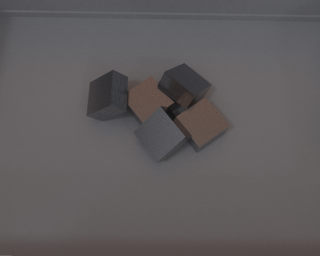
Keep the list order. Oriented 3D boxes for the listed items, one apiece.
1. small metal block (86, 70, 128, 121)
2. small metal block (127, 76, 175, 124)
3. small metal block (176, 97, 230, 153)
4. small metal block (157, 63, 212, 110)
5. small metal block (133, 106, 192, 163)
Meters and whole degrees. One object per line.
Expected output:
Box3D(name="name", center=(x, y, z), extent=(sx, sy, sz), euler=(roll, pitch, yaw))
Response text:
Box3D(name="small metal block", center=(-0.069, -0.042, 0.408), extent=(0.050, 0.025, 0.050), euler=(-17, 63, 40))
Box3D(name="small metal block", center=(-0.016, -0.034, 0.420), extent=(0.050, 0.025, 0.050), euler=(-36, 74, -13))
Box3D(name="small metal block", center=(0.055, -0.004, 0.410), extent=(0.050, 0.025, 0.050), euler=(-34, 74, -12))
Box3D(name="small metal block", center=(0.034, -0.057, 0.417), extent=(0.050, 0.025, 0.050), euler=(41, 40, 13))
Box3D(name="small metal block", center=(0.003, 0.008, 0.393), extent=(0.050, 0.025, 0.050), euler=(-44, 73, 18))
